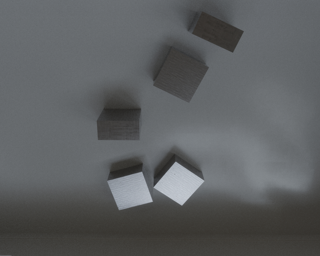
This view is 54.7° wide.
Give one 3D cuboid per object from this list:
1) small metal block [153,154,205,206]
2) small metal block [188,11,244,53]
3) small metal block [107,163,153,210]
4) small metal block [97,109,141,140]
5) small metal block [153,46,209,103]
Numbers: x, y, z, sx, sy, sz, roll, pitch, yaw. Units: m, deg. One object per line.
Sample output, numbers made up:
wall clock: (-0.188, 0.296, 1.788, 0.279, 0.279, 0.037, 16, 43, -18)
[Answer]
small metal block: (0.026, 0.073, 0.439, 0.050, 0.025, 0.050, 35, 106, -13)
small metal block: (0.063, -0.112, 0.358, 0.050, 0.050, 0.025, 22, 109, -8)
small metal block: (-0.041, 0.084, 0.442, 0.050, 0.025, 0.050, -16, 110, 5)
small metal block: (-0.050, -0.006, 0.395, 0.050, 0.050, 0.025, 0, 110, -1)
small metal block: (0.025, -0.067, 0.387, 0.050, 0.025, 0.050, 25, 108, -10)
